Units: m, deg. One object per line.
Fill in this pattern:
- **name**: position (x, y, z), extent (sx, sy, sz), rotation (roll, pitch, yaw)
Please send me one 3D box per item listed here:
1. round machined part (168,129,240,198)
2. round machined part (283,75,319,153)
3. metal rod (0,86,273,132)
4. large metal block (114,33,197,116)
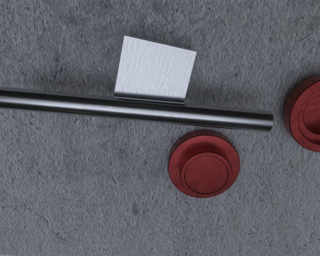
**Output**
- **round machined part**: position (0.060, 0.054, 0.421), extent (0.099, 0.042, 0.097), rotation (0, 110, 0)
- **round machined part**: position (0.206, -0.021, 0.395), extent (0.099, 0.042, 0.097), rotation (0, 110, 0)
- **metal rod**: position (-0.025, -0.020, 0.348), extent (0.302, 0.025, 0.025), rotation (5, 110, -2)
- **large metal block**: position (-0.008, -0.064, 0.373), extent (0.081, 0.050, 0.079), rotation (12, 110, -5)
